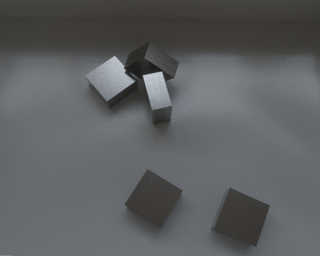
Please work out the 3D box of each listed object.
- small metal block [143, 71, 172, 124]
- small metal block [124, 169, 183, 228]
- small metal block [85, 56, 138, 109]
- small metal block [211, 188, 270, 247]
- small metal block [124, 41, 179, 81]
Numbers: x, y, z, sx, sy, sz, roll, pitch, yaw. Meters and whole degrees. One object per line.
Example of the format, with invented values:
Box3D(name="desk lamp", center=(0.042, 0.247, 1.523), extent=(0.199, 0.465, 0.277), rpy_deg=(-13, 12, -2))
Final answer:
Box3D(name="small metal block", center=(-0.003, -0.039, 0.410), extent=(0.025, 0.050, 0.050), rpy_deg=(-14, 71, -5))
Box3D(name="small metal block", center=(-0.007, 0.086, 0.378), extent=(0.050, 0.025, 0.050), rpy_deg=(30, 73, 10))
Box3D(name="small metal block", center=(-0.067, -0.064, 0.432), extent=(0.050, 0.025, 0.050), rpy_deg=(-38, 74, -13))
Box3D(name="small metal block", center=(0.096, 0.107, 0.371), extent=(0.050, 0.025, 0.050), rpy_deg=(24, 72, 8))
Box3D(name="small metal block", center=(-0.012, -0.084, 0.416), extent=(0.050, 0.050, 0.025), rpy_deg=(29, 68, -31))
